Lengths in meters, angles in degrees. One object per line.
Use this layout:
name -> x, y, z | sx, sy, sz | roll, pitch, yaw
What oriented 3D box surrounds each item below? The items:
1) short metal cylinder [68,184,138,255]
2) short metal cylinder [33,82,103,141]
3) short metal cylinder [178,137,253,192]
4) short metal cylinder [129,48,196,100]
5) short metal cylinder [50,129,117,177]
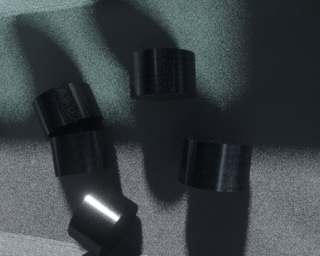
short metal cylinder -> -0.073, 0.121, 0.407 | 0.050, 0.080, 0.080 | 30, 100, 17
short metal cylinder -> -0.125, -0.021, 0.426 | 0.080, 0.080, 0.050 | -27, 81, 18
short metal cylinder -> 0.063, 0.039, 0.359 | 0.080, 0.080, 0.050 | 6, 92, 20
short metal cylinder -> 0.003, -0.063, 0.380 | 0.080, 0.080, 0.050 | -2, 89, 20
short metal cylinder -> -0.102, 0.033, 0.417 | 0.080, 0.080, 0.050 | -10, 87, 20
